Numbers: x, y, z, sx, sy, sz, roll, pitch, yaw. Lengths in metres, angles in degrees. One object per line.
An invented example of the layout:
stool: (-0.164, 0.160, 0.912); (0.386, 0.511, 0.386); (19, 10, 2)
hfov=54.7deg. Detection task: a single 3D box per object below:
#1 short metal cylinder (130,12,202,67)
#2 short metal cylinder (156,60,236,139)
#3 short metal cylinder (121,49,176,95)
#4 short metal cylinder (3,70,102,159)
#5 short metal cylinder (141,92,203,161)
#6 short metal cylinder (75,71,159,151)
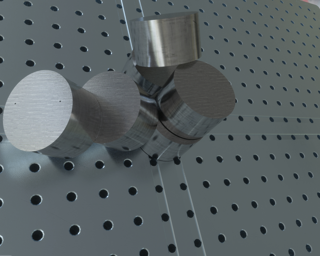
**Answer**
short metal cylinder: (0.008, -0.107, 0.369); (0.081, 0.080, 0.050); (-27, 120, -37)
short metal cylinder: (0.041, -0.033, 0.368); (0.081, 0.050, 0.080); (13, 56, -21)
short metal cylinder: (-0.010, -0.075, 0.432); (0.081, 0.050, 0.080); (13, 56, -21)
short metal cylinder: (-0.107, -0.012, 0.314); (0.050, 0.080, 0.080); (34, 33, -65)
short metal cylinder: (0.013, -0.004, 0.400); (0.081, 0.050, 0.080); (14, 56, -21)
short metal cylinder: (-0.048, -0.017, 0.348); (0.050, 0.080, 0.080); (33, 34, -65)
